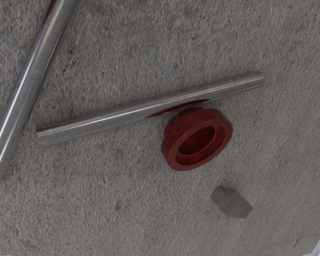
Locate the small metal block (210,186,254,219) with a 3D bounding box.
[{"bbox_3d":[0.124,0.129,0.539,0.050,0.050,0.025,17,109,-35],"label":"small metal block"}]

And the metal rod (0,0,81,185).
[{"bbox_3d":[-0.121,-0.059,0.304,0.025,0.025,0.298,19,108,-36],"label":"metal rod"}]

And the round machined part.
[{"bbox_3d":[0.045,0.010,0.417,0.099,0.042,0.097,-20,142,-17],"label":"round machined part"}]

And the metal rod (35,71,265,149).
[{"bbox_3d":[0.004,-0.029,0.390,0.302,0.025,0.025,-16,125,-19],"label":"metal rod"}]
